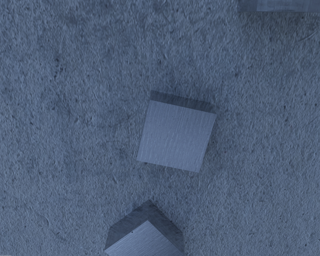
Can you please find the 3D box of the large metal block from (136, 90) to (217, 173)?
[{"bbox_3d":[0.019,0.003,0.398,0.081,0.050,0.079,12,110,-5],"label":"large metal block"}]

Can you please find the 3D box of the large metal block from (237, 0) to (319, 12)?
[{"bbox_3d":[0.133,-0.149,0.327,0.081,0.080,0.050,0,110,0],"label":"large metal block"}]

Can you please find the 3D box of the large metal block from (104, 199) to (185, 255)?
[{"bbox_3d":[-0.021,0.167,0.458,0.080,0.050,0.080,-38,106,13],"label":"large metal block"}]
